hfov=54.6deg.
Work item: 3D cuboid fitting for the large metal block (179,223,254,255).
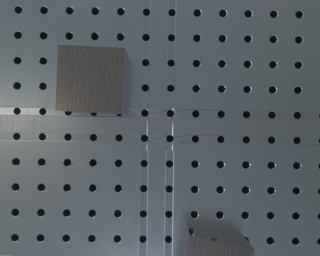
[{"bbox_3d":[0.067,0.178,0.401,0.080,0.050,0.080,13,90,0],"label":"large metal block"}]

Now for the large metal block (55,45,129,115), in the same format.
[{"bbox_3d":[-0.085,-0.059,0.400,0.080,0.050,0.080,3,90,0],"label":"large metal block"}]
